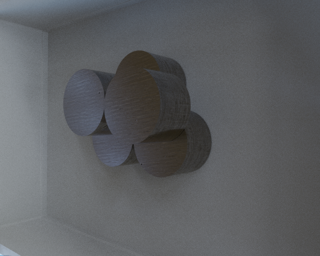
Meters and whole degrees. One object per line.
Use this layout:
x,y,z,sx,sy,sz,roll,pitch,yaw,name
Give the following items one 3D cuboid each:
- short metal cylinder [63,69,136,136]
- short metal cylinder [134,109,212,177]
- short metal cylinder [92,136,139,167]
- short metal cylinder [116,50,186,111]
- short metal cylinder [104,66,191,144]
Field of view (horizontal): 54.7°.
-0.076,-0.030,0.386,0.080,0.050,0.080,0,90,40,short metal cylinder
0.015,0.017,0.376,0.080,0.050,0.080,0,90,40,short metal cylinder
-0.048,0.011,0.428,0.080,0.050,0.080,0,90,40,short metal cylinder
-0.013,-0.055,0.400,0.080,0.050,0.080,0,90,40,short metal cylinder
-0.014,-0.023,0.334,0.080,0.050,0.080,0,90,40,short metal cylinder
